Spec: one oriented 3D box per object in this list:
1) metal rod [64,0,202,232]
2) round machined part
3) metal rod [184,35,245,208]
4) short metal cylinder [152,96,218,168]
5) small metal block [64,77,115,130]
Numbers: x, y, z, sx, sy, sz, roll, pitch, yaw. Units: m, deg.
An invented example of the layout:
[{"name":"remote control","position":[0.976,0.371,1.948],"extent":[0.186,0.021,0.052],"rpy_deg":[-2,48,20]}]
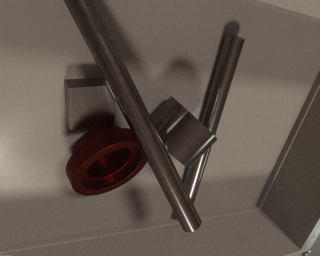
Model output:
[{"name":"metal rod","position":[-0.022,-0.008,0.332],"extent":[0.025,0.025,0.299],"rpy_deg":[-29,110,-10]},{"name":"round machined part","position":[-0.065,0.034,0.371],"extent":[0.099,0.042,0.097],"rpy_deg":[-26,148,-17]},{"name":"metal rod","position":[0.067,0.016,0.456],"extent":[0.025,0.025,0.298],"rpy_deg":[-3,120,-28]},{"name":"short metal cylinder","position":[0.026,0.005,0.392],"extent":[0.050,0.080,0.080],"rpy_deg":[-47,130,4]},{"name":"small metal block","position":[-0.079,-0.028,0.349],"extent":[0.050,0.025,0.050],"rpy_deg":[-8,122,-25]}]
